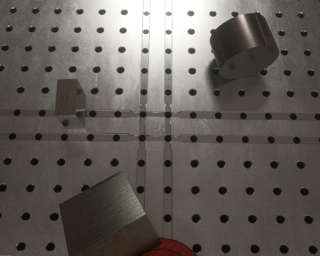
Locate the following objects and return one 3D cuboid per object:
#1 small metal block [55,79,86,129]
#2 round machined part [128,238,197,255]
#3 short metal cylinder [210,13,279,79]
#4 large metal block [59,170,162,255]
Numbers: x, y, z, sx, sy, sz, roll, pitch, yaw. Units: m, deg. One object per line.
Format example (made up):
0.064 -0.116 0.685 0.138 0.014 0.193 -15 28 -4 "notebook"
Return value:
-0.117 -0.030 0.408 0.025 0.050 0.050 -2 70 -1 "small metal block"
0.002 0.172 0.340 0.099 0.042 0.098 0 70 -1 "round machined part"
0.114 -0.109 0.424 0.081 0.080 0.050 -12 71 -5 "short metal cylinder"
-0.056 0.104 0.339 0.080 0.050 0.080 -28 34 -10 "large metal block"
